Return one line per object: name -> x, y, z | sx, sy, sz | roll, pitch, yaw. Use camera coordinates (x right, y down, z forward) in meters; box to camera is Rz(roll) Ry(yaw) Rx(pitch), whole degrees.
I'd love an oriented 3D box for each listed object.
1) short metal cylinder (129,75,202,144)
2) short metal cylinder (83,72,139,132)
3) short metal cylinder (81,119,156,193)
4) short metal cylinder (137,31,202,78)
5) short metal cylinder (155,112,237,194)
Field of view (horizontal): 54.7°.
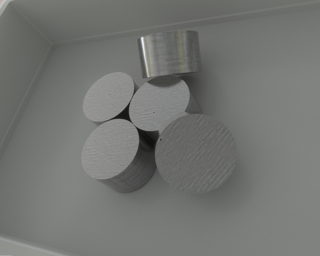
short metal cylinder -> 0.008, -0.020, 0.394 | 0.080, 0.050, 0.080 | -13, 56, 20
short metal cylinder -> -0.060, -0.031, 0.436 | 0.080, 0.050, 0.080 | -13, 56, 20
short metal cylinder -> -0.050, 0.035, 0.390 | 0.080, 0.050, 0.080 | -13, 56, 20
short metal cylinder -> 0.013, -0.095, 0.409 | 0.080, 0.080, 0.050 | -3, 99, 26
short metal cylinder -> 0.035, 0.023, 0.328 | 0.081, 0.050, 0.079 | 0, 96, -1
